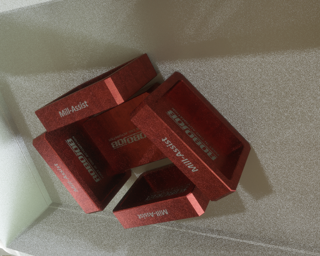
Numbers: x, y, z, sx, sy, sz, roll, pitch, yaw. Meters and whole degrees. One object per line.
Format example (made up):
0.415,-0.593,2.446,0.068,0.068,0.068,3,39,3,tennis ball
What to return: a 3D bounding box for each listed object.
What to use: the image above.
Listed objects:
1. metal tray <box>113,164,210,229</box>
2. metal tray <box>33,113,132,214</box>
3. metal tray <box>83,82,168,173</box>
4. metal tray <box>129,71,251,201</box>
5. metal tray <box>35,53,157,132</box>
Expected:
0.010,0.083,0.409,0.130,0.090,0.030,-22,107,36,metal tray
-0.106,0.045,0.445,0.030,0.090,0.130,-23,106,36,metal tray
-0.033,0.004,0.420,0.130,0.030,0.090,-21,107,35,metal tray
0.039,0.006,0.347,0.130,0.090,0.030,45,130,-4,metal tray
-0.078,-0.042,0.377,0.130,0.090,0.030,-17,110,34,metal tray
